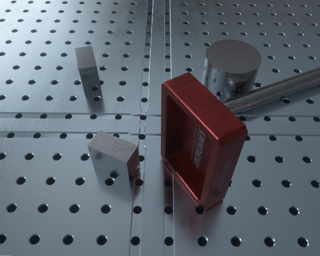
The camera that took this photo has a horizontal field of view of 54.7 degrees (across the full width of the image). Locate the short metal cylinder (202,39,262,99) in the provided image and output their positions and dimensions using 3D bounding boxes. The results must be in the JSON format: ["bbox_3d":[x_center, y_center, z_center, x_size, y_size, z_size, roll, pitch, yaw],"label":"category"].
[{"bbox_3d":[0.106,-0.089,0.468,0.081,0.050,0.080,0,50,0],"label":"short metal cylinder"}]

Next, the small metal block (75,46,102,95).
[{"bbox_3d":[-0.107,-0.086,0.462,0.025,0.050,0.050,-12,51,-10],"label":"small metal block"}]

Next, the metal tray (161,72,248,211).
[{"bbox_3d":[0.038,0.018,0.325,0.030,0.129,0.090,-26,55,-20],"label":"metal tray"}]

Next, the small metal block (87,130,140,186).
[{"bbox_3d":[-0.052,0.035,0.361,0.050,0.050,0.025,21,53,16],"label":"small metal block"}]

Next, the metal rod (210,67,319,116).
[{"bbox_3d":[0.172,-0.055,0.455,0.302,0.025,0.025,-19,53,-16],"label":"metal rod"}]
